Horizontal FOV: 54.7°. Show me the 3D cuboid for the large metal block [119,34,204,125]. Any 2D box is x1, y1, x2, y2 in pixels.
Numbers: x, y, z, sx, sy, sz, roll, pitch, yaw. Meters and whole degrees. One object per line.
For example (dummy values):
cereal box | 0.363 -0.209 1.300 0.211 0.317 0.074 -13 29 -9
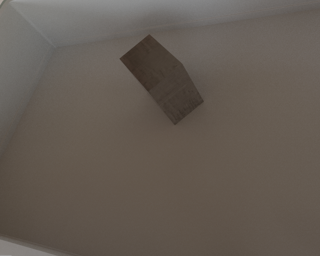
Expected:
large metal block | 0.003 -0.062 0.406 0.050 0.080 0.080 -40 51 1
